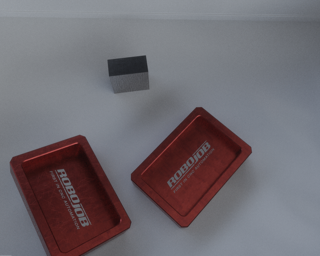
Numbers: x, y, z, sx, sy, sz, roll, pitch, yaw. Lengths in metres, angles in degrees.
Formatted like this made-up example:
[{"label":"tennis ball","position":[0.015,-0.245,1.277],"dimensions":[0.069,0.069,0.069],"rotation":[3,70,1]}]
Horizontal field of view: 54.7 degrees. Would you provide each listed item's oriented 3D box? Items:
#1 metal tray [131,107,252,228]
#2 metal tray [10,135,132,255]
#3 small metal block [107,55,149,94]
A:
[{"label":"metal tray","position":[0.039,0.047,0.390],"dimensions":[0.090,0.030,0.130],"rotation":[41,75,13]},{"label":"metal tray","position":[-0.104,0.080,0.358],"dimensions":[0.091,0.030,0.130],"rotation":[-21,70,-33]},{"label":"small metal block","position":[-0.042,-0.072,0.422],"dimensions":[0.050,0.050,0.025],"rotation":[-7,71,-3]}]
